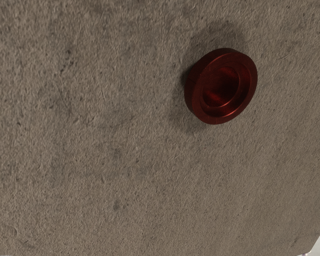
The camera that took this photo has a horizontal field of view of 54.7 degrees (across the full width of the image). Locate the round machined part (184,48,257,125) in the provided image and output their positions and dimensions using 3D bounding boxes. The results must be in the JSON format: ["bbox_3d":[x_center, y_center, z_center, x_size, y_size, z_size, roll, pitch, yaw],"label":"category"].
[{"bbox_3d":[0.074,-0.057,0.403,0.099,0.042,0.097,-14,125,-21],"label":"round machined part"}]
